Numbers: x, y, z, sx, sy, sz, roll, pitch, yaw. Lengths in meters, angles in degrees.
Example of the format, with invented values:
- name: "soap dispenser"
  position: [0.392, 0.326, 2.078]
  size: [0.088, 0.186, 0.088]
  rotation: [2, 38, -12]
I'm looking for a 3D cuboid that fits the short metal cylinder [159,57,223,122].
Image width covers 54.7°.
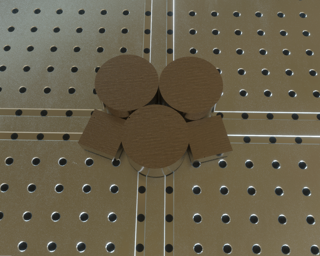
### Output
- name: "short metal cylinder"
  position: [0.039, -0.047, 0.412]
  size: [0.081, 0.050, 0.080]
  rotation: [0, 70, 0]

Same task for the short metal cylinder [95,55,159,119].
- name: "short metal cylinder"
  position: [-0.042, -0.050, 0.412]
  size: [0.081, 0.050, 0.080]
  rotation: [0, 70, 0]

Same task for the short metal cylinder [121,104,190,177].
- name: "short metal cylinder"
  position: [-0.005, 0.017, 0.388]
  size: [0.081, 0.050, 0.080]
  rotation: [0, 70, 0]

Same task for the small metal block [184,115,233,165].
- name: "small metal block"
  position: [0.060, 0.015, 0.403]
  size: [0.050, 0.025, 0.050]
  rotation: [-13, 71, -5]

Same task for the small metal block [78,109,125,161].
- name: "small metal block"
  position: [-0.070, 0.009, 0.404]
  size: [0.050, 0.025, 0.050]
  rotation: [20, 71, 7]
